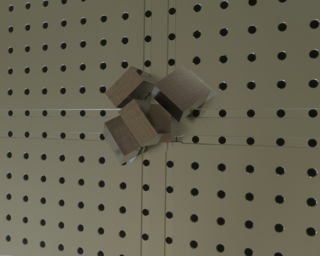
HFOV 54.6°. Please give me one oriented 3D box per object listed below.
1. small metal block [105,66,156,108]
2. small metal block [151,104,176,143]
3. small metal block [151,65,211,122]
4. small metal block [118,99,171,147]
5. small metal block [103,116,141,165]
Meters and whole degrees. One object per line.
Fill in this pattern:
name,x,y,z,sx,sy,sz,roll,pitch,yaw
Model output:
small metal block,-0.037,-0.052,0.413,0.050,0.050,0.025,-43,77,15
small metal block,-0.006,-0.006,0.415,0.050,0.025,0.050,1,90,19
small metal block,0.026,-0.044,0.389,0.050,0.025,0.050,-38,74,-25
small metal block,-0.018,-0.006,0.379,0.025,0.050,0.050,-38,79,15
small metal block,-0.052,0.017,0.415,0.025,0.050,0.050,-28,79,-20
